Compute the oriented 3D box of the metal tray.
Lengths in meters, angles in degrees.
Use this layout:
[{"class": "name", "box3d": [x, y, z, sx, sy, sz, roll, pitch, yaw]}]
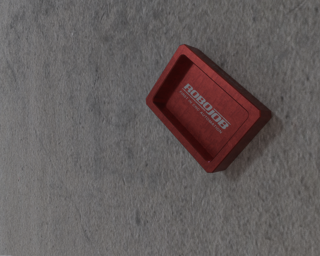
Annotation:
[{"class": "metal tray", "box3d": [0.049, -0.024, 0.359, 0.130, 0.030, 0.089, 49, 119, 28]}]
